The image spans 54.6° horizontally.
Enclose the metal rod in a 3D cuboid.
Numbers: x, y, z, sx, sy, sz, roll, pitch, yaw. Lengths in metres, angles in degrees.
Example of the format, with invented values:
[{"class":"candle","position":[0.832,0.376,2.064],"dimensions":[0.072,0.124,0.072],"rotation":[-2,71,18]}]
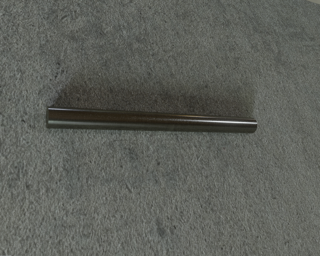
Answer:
[{"class":"metal rod","position":[0.009,-0.008,0.414],"dimensions":[0.302,0.025,0.025],"rotation":[2,61,-27]}]
